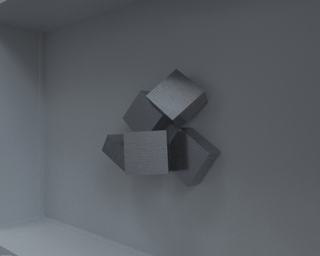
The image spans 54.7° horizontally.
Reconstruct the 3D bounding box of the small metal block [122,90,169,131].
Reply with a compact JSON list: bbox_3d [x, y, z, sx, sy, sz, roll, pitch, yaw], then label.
[{"bbox_3d":[-0.016,-0.015,0.415,0.050,0.025,0.050,51,120,27],"label":"small metal block"}]

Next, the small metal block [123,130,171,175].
[{"bbox_3d":[-0.015,0.029,0.368,0.050,0.025,0.050,-3,87,7],"label":"small metal block"}]

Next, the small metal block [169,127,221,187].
[{"bbox_3d":[0.036,0.034,0.373,0.050,0.025,0.050,42,115,31],"label":"small metal block"}]

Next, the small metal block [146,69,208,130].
[{"bbox_3d":[0.020,-0.035,0.372,0.050,0.025,0.050,-42,60,-6],"label":"small metal block"}]

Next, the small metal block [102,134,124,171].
[{"bbox_3d":[-0.041,0.032,0.419,0.050,0.050,0.025,36,112,34],"label":"small metal block"}]
